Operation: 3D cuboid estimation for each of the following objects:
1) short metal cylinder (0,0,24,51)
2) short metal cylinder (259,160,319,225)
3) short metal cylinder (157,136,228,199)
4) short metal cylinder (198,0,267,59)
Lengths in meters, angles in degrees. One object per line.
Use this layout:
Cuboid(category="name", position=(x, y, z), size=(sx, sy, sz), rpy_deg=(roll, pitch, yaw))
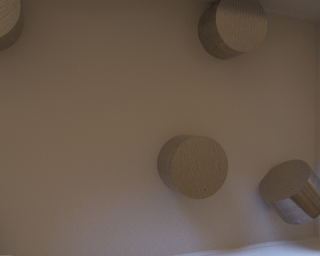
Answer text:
Cuboid(category="short metal cylinder", position=(-0.189, -0.125, 0.327), size=(0.081, 0.050, 0.080), rpy_deg=(0, 90, -20))
Cuboid(category="short metal cylinder", position=(0.195, 0.092, 0.453), size=(0.080, 0.080, 0.050), rpy_deg=(-46, 104, -14))
Cuboid(category="short metal cylinder", position=(0.043, 0.050, 0.413), size=(0.081, 0.050, 0.080), rpy_deg=(0, 90, -20))
Cuboid(category="short metal cylinder", position=(0.101, -0.141, 0.434), size=(0.081, 0.050, 0.080), rpy_deg=(0, 90, -20))
